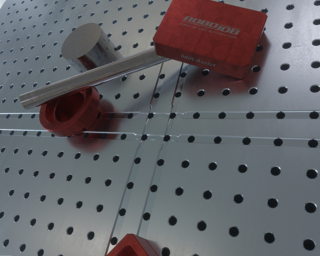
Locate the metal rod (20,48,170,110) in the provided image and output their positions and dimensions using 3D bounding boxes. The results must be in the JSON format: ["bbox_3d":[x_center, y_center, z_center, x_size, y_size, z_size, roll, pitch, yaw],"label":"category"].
[{"bbox_3d":[-0.057,-0.087,0.452,0.301,0.025,0.025,-19,53,1],"label":"metal rod"}]

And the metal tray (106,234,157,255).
[{"bbox_3d":[-0.045,0.187,0.313,0.130,0.030,0.090,-46,51,-4],"label":"metal tray"}]

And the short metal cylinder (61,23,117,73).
[{"bbox_3d":[-0.123,-0.135,0.539,0.080,0.050,0.080,-13,56,21],"label":"short metal cylinder"}]

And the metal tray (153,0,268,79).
[{"bbox_3d":[0.067,-0.127,0.420,0.130,0.030,0.090,19,70,14],"label":"metal tray"}]

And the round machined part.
[{"bbox_3d":[-0.136,-0.029,0.486,0.098,0.042,0.098,-13,56,21],"label":"round machined part"}]
